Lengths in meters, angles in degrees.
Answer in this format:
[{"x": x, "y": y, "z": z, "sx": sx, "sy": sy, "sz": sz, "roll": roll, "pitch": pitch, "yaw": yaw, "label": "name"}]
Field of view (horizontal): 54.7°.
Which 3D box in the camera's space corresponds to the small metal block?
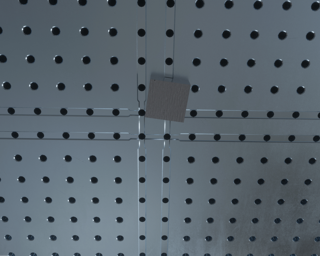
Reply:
[{"x": 0.009, "y": -0.038, "z": 0.400, "sx": 0.050, "sy": 0.025, "sz": 0.050, "roll": 8, "pitch": 110, "yaw": -4, "label": "small metal block"}]
